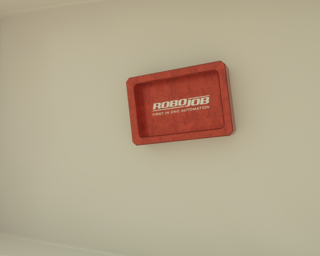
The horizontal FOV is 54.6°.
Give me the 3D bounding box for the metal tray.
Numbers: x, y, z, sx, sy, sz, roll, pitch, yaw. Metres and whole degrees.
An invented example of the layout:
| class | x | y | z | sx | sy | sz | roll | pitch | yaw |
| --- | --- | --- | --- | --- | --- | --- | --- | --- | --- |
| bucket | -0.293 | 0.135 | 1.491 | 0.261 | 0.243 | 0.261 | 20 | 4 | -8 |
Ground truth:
| class | x | y | z | sx | sy | sz | roll | pitch | yaw |
| --- | --- | --- | --- | --- | --- | --- | --- | --- | --- |
| metal tray | 0.025 | -0.029 | 0.399 | 0.130 | 0.030 | 0.090 | -7 | 88 | 19 |
